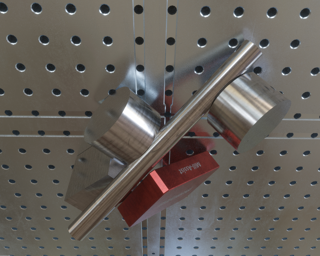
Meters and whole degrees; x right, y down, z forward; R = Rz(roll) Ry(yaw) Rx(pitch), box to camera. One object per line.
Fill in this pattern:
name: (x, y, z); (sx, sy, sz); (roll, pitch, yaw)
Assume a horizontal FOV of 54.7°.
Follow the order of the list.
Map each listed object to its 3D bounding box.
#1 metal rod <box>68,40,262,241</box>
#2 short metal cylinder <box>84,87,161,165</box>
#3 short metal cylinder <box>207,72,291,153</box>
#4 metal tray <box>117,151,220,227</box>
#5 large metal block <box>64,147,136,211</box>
metal rod: (0.000, 0.020, 0.358); (0.299, 0.025, 0.025); (-47, 119, 7)
short metal cylinder: (-0.045, -0.003, 0.372); (0.080, 0.080, 0.050); (-36, 122, 26)
short metal cylinder: (0.101, -0.017, 0.356); (0.080, 0.050, 0.080); (-32, 152, -19)
metal tray: (0.015, 0.080, 0.425); (0.131, 0.030, 0.090); (-11, 148, -51)
large metal block: (-0.077, 0.064, 0.428); (0.080, 0.080, 0.050); (-32, 123, 24)
